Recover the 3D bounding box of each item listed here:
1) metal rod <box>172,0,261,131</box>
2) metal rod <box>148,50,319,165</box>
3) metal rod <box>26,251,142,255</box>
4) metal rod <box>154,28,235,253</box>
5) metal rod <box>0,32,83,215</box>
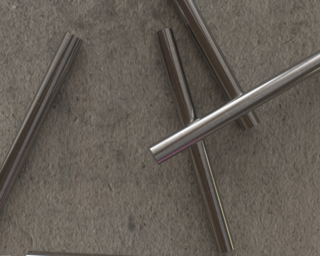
[{"bbox_3d":[0.050,-0.134,0.410,0.025,0.025,0.299,-29,90,0],"label":"metal rod"},{"bbox_3d":[0.122,-0.040,0.388,0.302,0.025,0.025,-29,90,-10],"label":"metal rod"},{"bbox_3d":[-0.023,0.183,0.409,0.302,0.025,0.025,3,90,-1],"label":"metal rod"},{"bbox_3d":[0.046,0.016,0.410,0.025,0.025,0.298,-16,90,0],"label":"metal rod"},{"bbox_3d":[-0.177,0.015,0.407,0.025,0.025,0.299,26,90,-1],"label":"metal rod"}]
